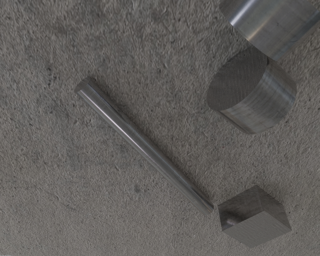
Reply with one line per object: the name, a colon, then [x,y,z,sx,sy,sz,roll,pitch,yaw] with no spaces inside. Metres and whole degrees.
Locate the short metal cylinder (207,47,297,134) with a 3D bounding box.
short metal cylinder: [0.098,-0.040,0.338,0.050,0.080,0.080,34,122,-25]

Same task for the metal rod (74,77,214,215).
metal rod: [-0.006,0.043,0.443,0.025,0.025,0.300,-28,125,21]

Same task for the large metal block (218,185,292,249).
large metal block: [0.158,0.151,0.521,0.080,0.050,0.080,37,121,-27]

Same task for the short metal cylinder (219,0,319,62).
short metal cylinder: [0.101,-0.106,0.282,0.080,0.080,0.050,28,125,-22]
